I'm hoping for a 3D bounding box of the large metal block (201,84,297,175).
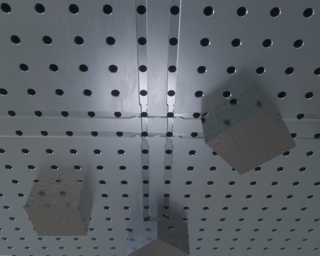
[{"bbox_3d":[0.112,0.005,0.400,0.080,0.050,0.080,-35,122,26],"label":"large metal block"}]

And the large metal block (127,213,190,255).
[{"bbox_3d":[-0.003,0.212,0.575,0.080,0.050,0.080,36,121,-27],"label":"large metal block"}]

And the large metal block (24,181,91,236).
[{"bbox_3d":[-0.162,0.132,0.506,0.080,0.050,0.080,0,130,0],"label":"large metal block"}]
